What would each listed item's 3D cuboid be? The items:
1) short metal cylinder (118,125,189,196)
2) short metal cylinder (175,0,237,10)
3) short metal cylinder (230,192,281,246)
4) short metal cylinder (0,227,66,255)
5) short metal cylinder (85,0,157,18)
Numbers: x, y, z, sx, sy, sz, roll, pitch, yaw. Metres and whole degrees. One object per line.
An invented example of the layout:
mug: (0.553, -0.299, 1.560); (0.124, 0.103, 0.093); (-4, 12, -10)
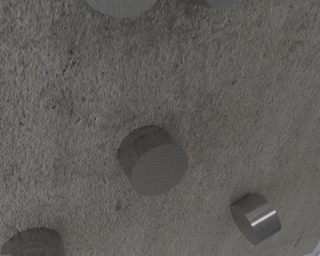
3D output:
short metal cylinder: (-0.010, 0.043, 0.412); (0.081, 0.050, 0.079); (-14, 124, -21)
short metal cylinder: (0.046, -0.161, 0.302); (0.081, 0.050, 0.079); (-25, 130, -34)
short metal cylinder: (0.174, 0.166, 0.569); (0.050, 0.080, 0.080); (-26, 128, -12)
short metal cylinder: (-0.166, 0.180, 0.411); (0.081, 0.050, 0.079); (-14, 124, -21)
short metal cylinder: (-0.031, -0.141, 0.265); (0.080, 0.050, 0.079); (2, 123, 4)
